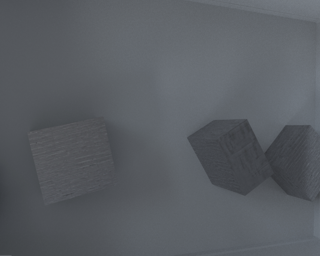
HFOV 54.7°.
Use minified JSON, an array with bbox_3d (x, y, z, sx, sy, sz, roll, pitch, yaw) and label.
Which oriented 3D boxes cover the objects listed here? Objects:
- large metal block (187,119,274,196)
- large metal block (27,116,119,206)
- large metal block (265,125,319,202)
[{"bbox_3d":[0.091,0.036,0.415,0.050,0.080,0.080,-32,101,-17],"label":"large metal block"},{"bbox_3d":[-0.101,0.034,0.360,0.081,0.050,0.080,-13,95,-20],"label":"large metal block"},{"bbox_3d":[0.213,0.052,0.476,0.080,0.050,0.080,45,76,-15],"label":"large metal block"}]
